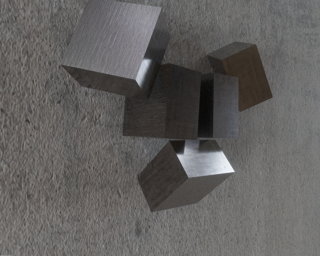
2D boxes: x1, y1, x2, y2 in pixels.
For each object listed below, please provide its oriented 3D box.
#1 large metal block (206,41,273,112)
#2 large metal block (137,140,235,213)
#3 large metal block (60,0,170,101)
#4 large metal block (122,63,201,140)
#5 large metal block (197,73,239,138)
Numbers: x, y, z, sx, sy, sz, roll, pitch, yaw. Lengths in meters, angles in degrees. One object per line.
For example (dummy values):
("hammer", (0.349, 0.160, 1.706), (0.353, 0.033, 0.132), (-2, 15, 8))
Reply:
("large metal block", (0.116, -0.079, 0.462), (0.050, 0.080, 0.080), (-24, 109, 2))
("large metal block", (0.031, 0.059, 0.391), (0.081, 0.080, 0.050), (1, 50, -40))
("large metal block", (-0.043, -0.082, 0.324), (0.050, 0.080, 0.080), (59, 47, -69))
("large metal block", (0.000, -0.028, 0.373), (0.050, 0.080, 0.080), (6, 86, -40))
("large metal block", (0.058, -0.028, 0.422), (0.050, 0.080, 0.079), (1, 90, -40))
